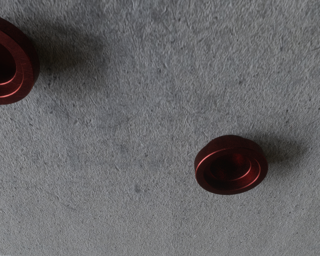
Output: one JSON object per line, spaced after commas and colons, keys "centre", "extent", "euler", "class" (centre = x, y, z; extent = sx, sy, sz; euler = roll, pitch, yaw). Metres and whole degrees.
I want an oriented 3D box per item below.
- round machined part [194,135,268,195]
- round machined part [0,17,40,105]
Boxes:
{"centre": [0.097, 0.048, 0.438], "extent": [0.099, 0.042, 0.097], "euler": [0, 130, 0], "class": "round machined part"}
{"centre": [-0.178, -0.076, 0.330], "extent": [0.099, 0.042, 0.097], "euler": [0, 130, 0], "class": "round machined part"}
